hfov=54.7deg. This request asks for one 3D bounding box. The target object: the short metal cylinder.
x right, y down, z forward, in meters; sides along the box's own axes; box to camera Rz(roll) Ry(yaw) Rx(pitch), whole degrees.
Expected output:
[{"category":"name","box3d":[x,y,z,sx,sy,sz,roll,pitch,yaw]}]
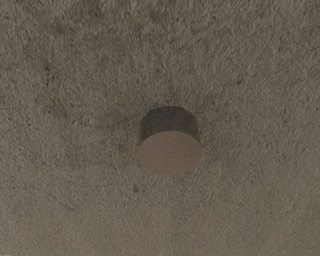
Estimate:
[{"category":"short metal cylinder","box3d":[0.013,0.017,0.407,0.081,0.050,0.079,0,130,0]}]
